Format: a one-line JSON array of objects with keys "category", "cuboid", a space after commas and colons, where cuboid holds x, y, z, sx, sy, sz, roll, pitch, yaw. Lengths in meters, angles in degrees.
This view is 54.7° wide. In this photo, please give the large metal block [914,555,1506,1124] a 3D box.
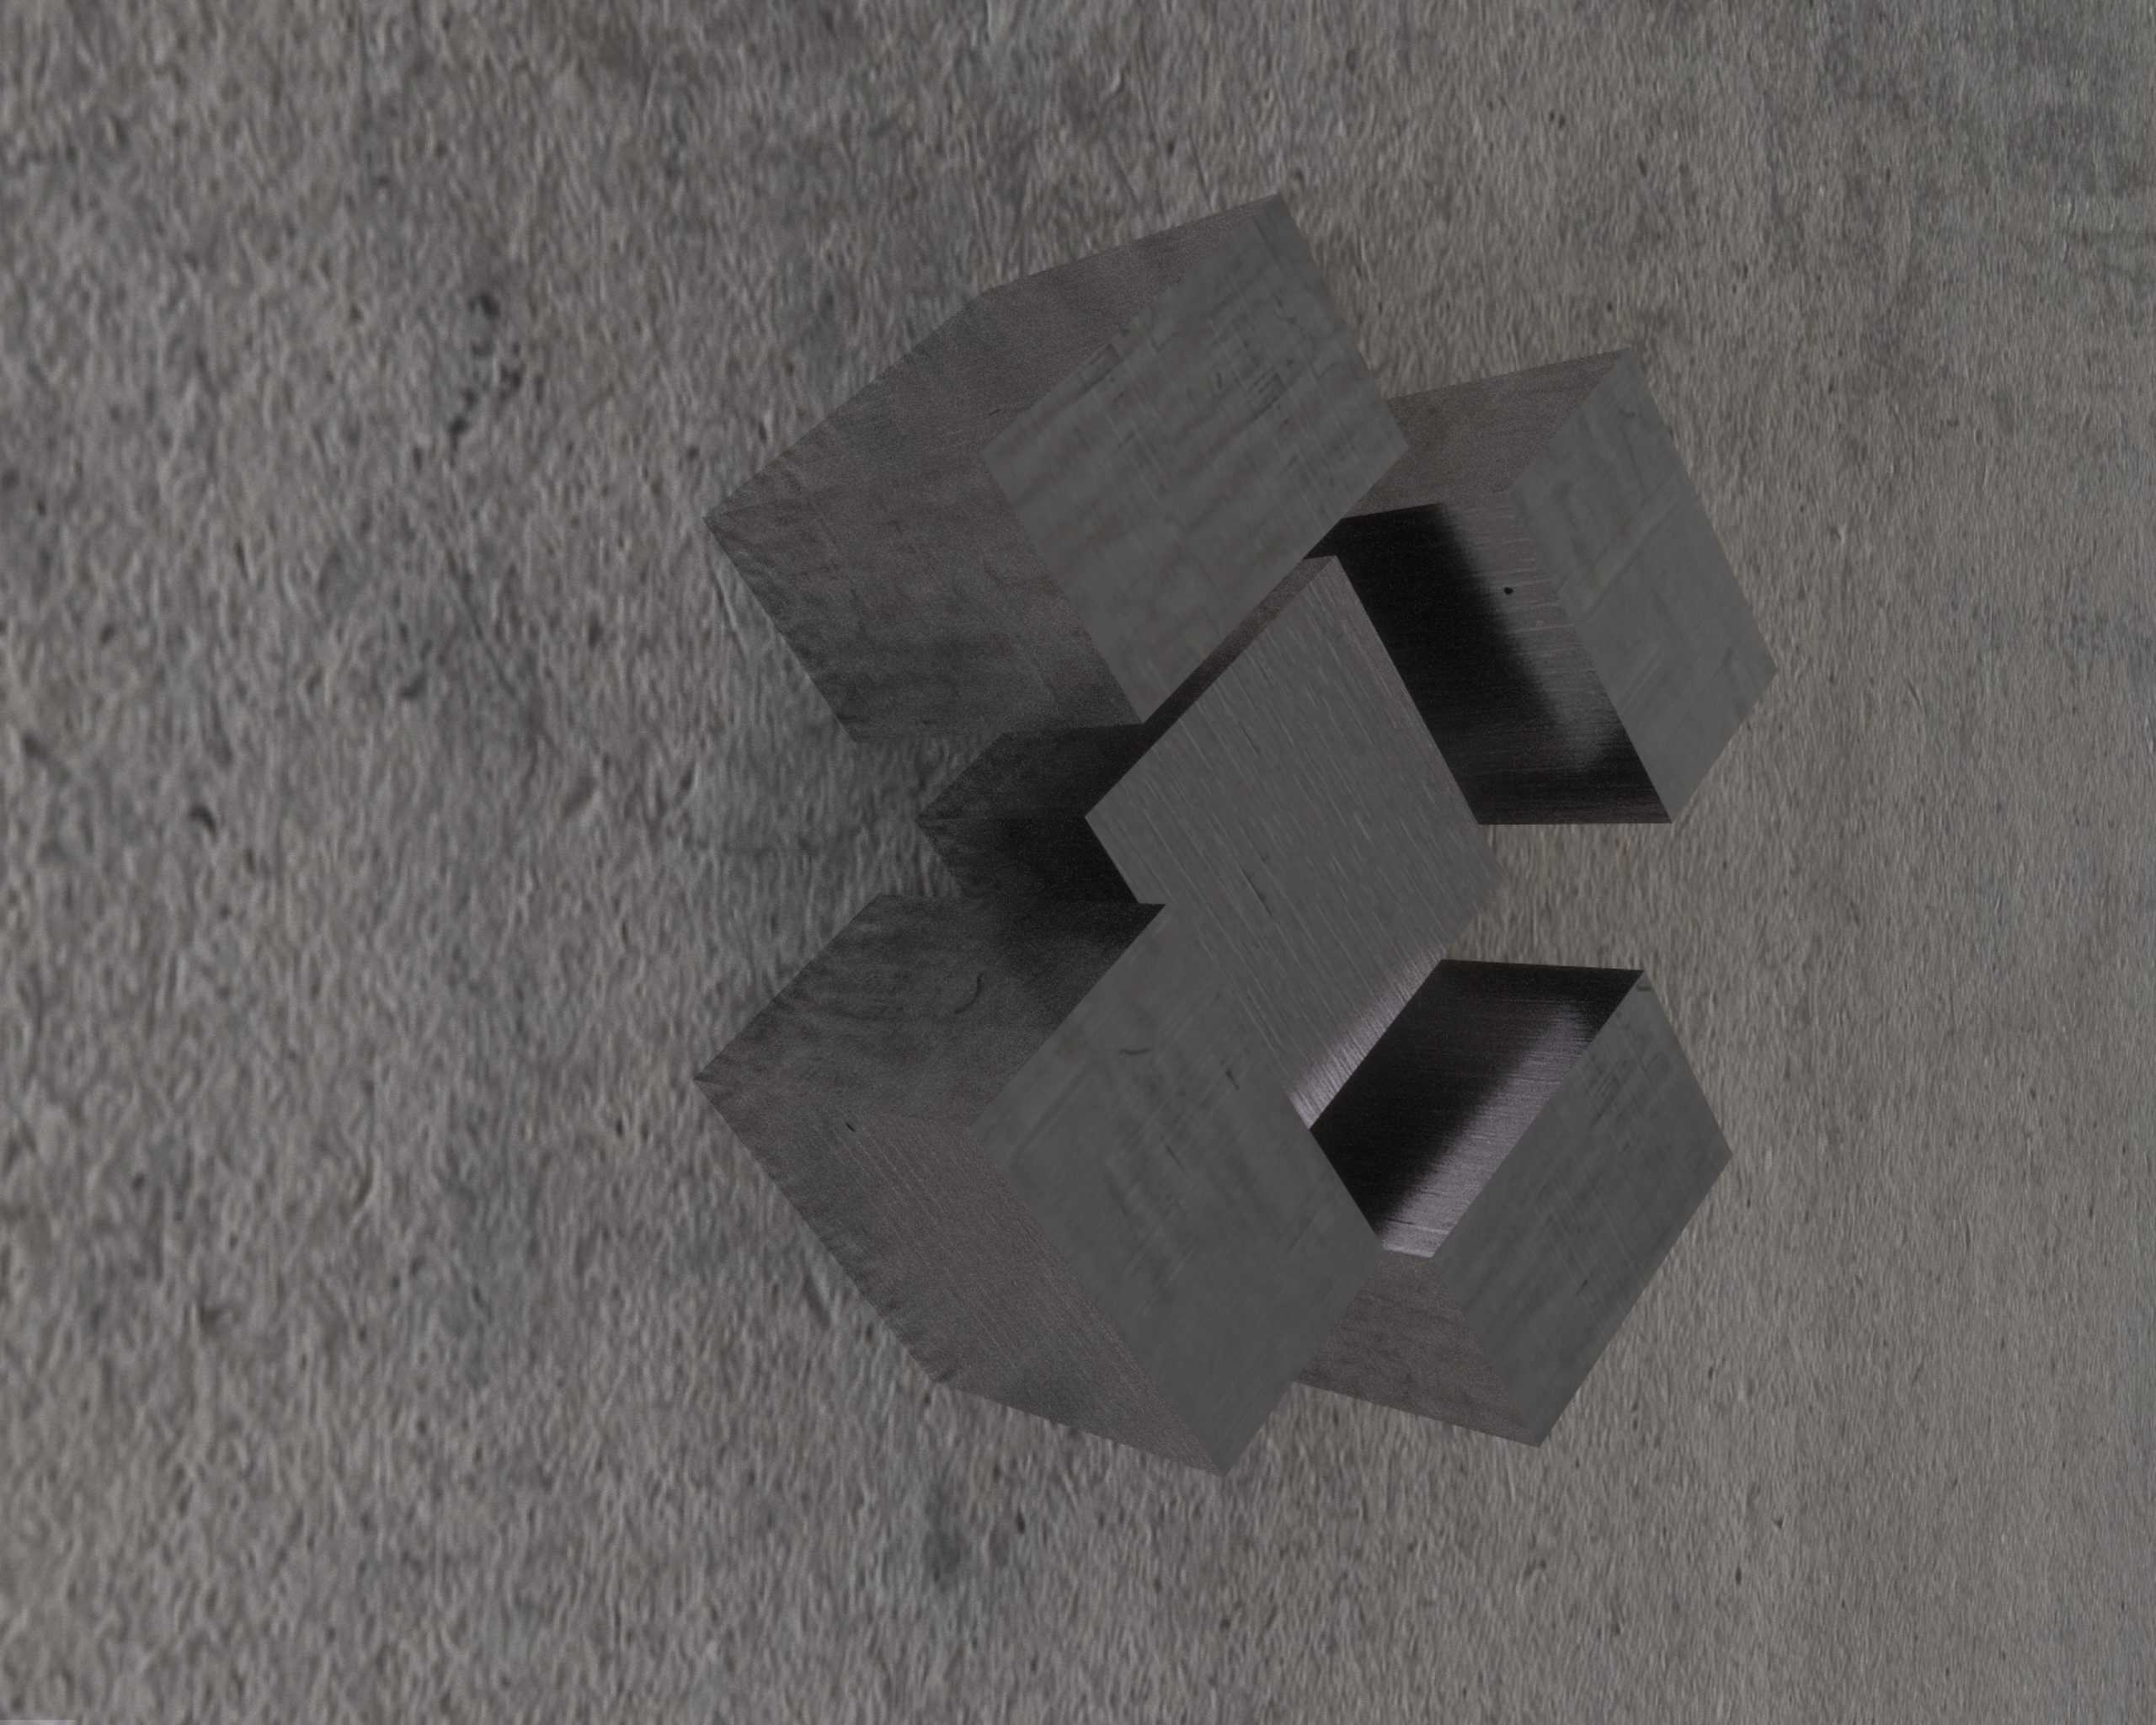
[{"category": "large metal block", "cuboid": [0.029, -0.003, 0.412, 0.080, 0.050, 0.080, -47, 118, -30]}]

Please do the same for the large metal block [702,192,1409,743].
[{"category": "large metal block", "cuboid": [-0.004, -0.066, 0.365, 0.080, 0.080, 0.050, -47, 118, -30]}]

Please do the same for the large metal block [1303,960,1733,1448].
[{"category": "large metal block", "cuboid": [0.073, 0.065, 0.430, 0.080, 0.080, 0.050, -45, 117, -31]}]

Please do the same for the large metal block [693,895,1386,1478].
[{"category": "large metal block", "cuboid": [-0.007, 0.053, 0.363, 0.050, 0.080, 0.080, -48, 119, -29]}]

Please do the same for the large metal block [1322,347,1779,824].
[{"category": "large metal block", "cuboid": [0.087, -0.054, 0.442, 0.050, 0.080, 0.080, -49, 119, -29]}]
